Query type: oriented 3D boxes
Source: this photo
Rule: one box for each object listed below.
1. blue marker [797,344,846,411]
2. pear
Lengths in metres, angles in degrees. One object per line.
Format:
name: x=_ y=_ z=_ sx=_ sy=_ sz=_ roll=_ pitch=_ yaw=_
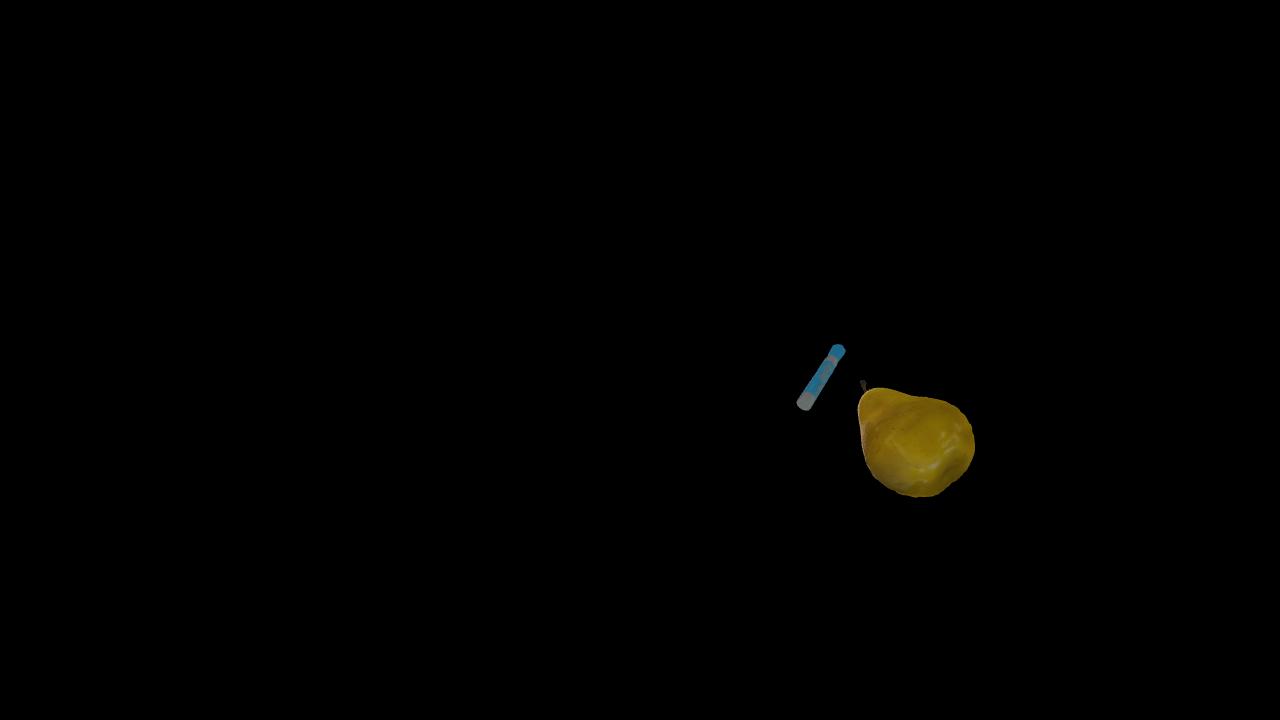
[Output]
blue marker: x=0.234 y=0.019 z=0.786 sx=0.020 sy=0.020 sz=0.121 roll=0 pitch=37 yaw=45
pear: x=0.199 y=0.052 z=0.483 sx=0.080 sy=0.080 sz=0.111 roll=0 pitch=30 yaw=-33
